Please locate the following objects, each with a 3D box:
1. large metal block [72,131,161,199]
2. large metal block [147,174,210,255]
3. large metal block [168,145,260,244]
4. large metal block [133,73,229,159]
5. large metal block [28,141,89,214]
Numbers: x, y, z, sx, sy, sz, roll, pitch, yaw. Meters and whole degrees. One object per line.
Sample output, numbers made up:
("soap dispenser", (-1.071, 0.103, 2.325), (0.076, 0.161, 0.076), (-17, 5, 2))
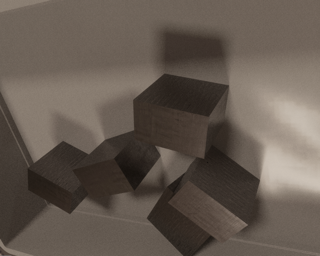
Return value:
("large metal block", (-0.058, 0.048, 0.432), (0.080, 0.080, 0.050), (-18, 109, 34))
("large metal block", (0.039, 0.121, 0.434), (0.080, 0.050, 0.079), (42, 130, 17))
("large metal block", (0.069, 0.078, 0.384), (0.080, 0.080, 0.050), (37, 129, 3))
("large metal block", (0.025, -0.018, 0.348), (0.080, 0.080, 0.050), (14, 124, 20))
("large metal block", (-0.150, 0.077, 0.497), (0.080, 0.080, 0.050), (26, 127, 12))
